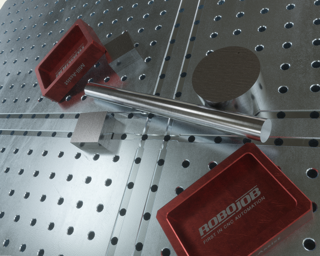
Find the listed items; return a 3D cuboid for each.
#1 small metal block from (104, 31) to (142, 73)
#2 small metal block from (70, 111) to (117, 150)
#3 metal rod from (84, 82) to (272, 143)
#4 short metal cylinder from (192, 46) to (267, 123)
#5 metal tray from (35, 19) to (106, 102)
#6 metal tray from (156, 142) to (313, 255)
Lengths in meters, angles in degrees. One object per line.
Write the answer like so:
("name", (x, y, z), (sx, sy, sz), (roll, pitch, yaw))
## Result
("small metal block", (-0.064, -0.128, 0.521), (0.050, 0.025, 0.050), (-29, 52, 9))
("small metal block", (-0.098, 0.004, 0.458), (0.050, 0.025, 0.050), (-2, 61, 27))
("metal rod", (-0.003, -0.030, 0.410), (0.300, 0.025, 0.025), (17, 70, 40))
("short metal cylinder", (0.086, -0.052, 0.379), (0.080, 0.050, 0.080), (-13, 56, 21))
("metal tray", (-0.162, -0.119, 0.546), (0.130, 0.030, 0.090), (-43, 50, 13))
("metal tray", (0.071, 0.087, 0.314), (0.130, 0.030, 0.090), (-38, 51, 2))
